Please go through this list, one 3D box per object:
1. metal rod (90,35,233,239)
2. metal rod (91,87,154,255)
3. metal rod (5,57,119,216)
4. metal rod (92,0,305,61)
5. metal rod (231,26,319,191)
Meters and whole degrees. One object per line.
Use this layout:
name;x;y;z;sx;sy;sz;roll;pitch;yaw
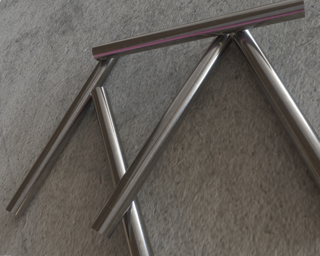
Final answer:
metal rod;0.013;-0.007;0.381;0.025;0.025;0.300;18;65;35
metal rod;-0.051;0.056;0.394;0.025;0.025;0.299;-29;52;9
metal rod;-0.140;-0.008;0.479;0.025;0.025;0.300;16;70;34
metal rod;0.035;-0.132;0.431;0.301;0.025;0.025;-5;59;25
metal rod;0.137;-0.033;0.352;0.025;0.025;0.299;-25;53;13
